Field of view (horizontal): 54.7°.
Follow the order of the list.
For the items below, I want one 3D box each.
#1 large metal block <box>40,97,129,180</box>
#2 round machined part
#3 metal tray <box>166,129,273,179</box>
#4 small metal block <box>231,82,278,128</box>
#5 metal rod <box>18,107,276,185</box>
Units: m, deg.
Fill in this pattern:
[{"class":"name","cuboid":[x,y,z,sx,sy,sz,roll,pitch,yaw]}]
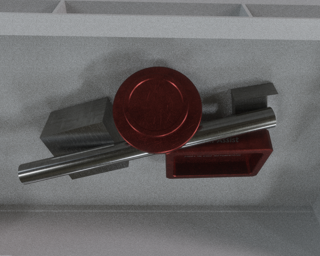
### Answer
[{"class":"large metal block","cuboid":[-0.091,0.015,0.401,0.080,0.050,0.080,-14,129,11]},{"class":"round machined part","cuboid":[-0.003,-0.021,0.339,0.099,0.097,0.042,-4,171,2]},{"class":"metal tray","cuboid":[0.073,0.037,0.418,0.131,0.030,0.090,-2,150,0]},{"class":"small metal block","cuboid":[0.118,-0.025,0.387,0.050,0.025,0.050,-9,130,7]},{"class":"metal rod","cuboid":[-0.015,0.021,0.366,0.302,0.025,0.025,-13,130,1]}]
